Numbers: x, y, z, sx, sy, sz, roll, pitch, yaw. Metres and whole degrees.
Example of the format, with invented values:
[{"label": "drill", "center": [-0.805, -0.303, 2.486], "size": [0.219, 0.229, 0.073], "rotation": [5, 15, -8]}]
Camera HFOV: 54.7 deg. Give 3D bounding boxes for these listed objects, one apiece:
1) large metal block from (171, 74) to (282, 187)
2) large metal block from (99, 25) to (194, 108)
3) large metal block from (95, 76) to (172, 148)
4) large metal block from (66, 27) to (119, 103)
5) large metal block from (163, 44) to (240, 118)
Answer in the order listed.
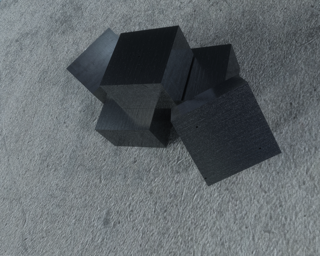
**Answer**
[{"label": "large metal block", "center": [0.066, 0.001, 0.325], "size": [0.080, 0.080, 0.050], "rotation": [-27, 15, 10]}, {"label": "large metal block", "center": [-0.014, -0.070, 0.371], "size": [0.080, 0.050, 0.080], "rotation": [2, 63, 29]}, {"label": "large metal block", "center": [-0.029, -0.021, 0.413], "size": [0.080, 0.050, 0.080], "rotation": [0, 62, 28]}, {"label": "large metal block", "center": [-0.078, -0.086, 0.453], "size": [0.050, 0.080, 0.080], "rotation": [44, 86, 6]}, {"label": "large metal block", "center": [0.052, -0.056, 0.396], "size": [0.080, 0.050, 0.080], "rotation": [0, 62, 28]}]
